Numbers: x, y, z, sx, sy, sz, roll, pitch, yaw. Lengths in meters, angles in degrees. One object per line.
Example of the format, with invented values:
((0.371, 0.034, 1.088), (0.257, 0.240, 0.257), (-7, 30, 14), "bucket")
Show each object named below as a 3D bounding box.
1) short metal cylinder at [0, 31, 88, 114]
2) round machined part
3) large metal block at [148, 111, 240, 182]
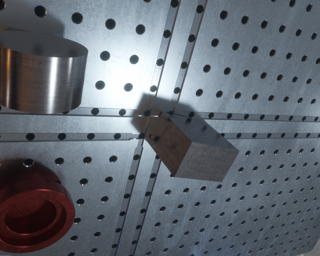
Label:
((-0.110, -0.053, 0.283), (0.081, 0.080, 0.050), (0, 119, -29), "short metal cylinder")
((-0.157, 0.101, 0.376), (0.099, 0.042, 0.097), (-14, 124, -21), "round machined part")
((0.043, 0.025, 0.414), (0.081, 0.080, 0.050), (12, 112, -34), "large metal block")
